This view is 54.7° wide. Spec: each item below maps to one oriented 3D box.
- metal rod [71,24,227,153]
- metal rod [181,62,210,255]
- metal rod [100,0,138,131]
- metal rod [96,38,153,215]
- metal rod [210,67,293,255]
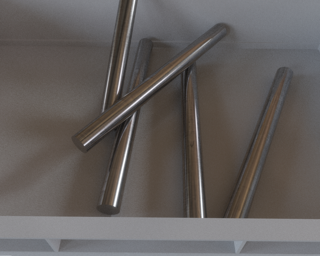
[{"bbox_3d":[0.003,-0.070,0.429,0.025,0.025,0.301,32,57,24],"label":"metal rod"},{"bbox_3d":[0.041,0.008,0.398,0.025,0.025,0.300,2,50,1],"label":"metal rod"},{"bbox_3d":[-0.049,-0.144,0.427,0.025,0.025,0.298,8,82,6],"label":"metal rod"},{"bbox_3d":[-0.039,-0.027,0.426,0.025,0.025,0.300,5,50,4],"label":"metal rod"},{"bbox_3d":[0.127,0.019,0.390,0.025,0.025,0.301,21,53,16],"label":"metal rod"}]
